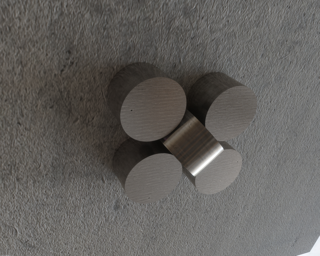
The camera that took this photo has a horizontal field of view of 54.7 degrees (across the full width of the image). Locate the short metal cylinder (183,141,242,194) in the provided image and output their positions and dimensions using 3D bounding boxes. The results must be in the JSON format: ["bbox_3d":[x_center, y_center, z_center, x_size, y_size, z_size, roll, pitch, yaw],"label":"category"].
[{"bbox_3d":[0.075,0.052,0.466,0.081,0.050,0.079,-14,125,-21],"label":"short metal cylinder"}]

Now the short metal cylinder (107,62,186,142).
[{"bbox_3d":[-0.016,-0.031,0.364,0.081,0.050,0.079,-14,125,-21],"label":"short metal cylinder"}]

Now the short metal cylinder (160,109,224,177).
[{"bbox_3d":[0.037,0.017,0.405,0.050,0.080,0.080,-43,130,1],"label":"short metal cylinder"}]

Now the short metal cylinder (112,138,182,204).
[{"bbox_3d":[-0.017,0.054,0.416,0.081,0.050,0.079,-14,125,-21],"label":"short metal cylinder"}]

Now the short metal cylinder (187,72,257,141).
[{"bbox_3d":[0.082,-0.029,0.419,0.081,0.050,0.079,-14,125,-21],"label":"short metal cylinder"}]
